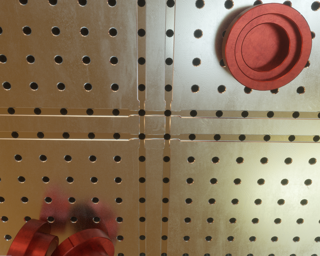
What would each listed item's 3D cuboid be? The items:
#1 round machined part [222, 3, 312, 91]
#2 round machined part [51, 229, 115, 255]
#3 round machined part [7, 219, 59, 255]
[{"bbox_3d":[0.123,-0.097,0.370,0.099,0.042,0.097,0,110,-1],"label":"round machined part"},{"bbox_3d":[-0.109,0.200,0.450,0.099,0.042,0.097,-21,126,-31],"label":"round machined part"},{"bbox_3d":[-0.177,0.183,0.437,0.042,0.098,0.097,14,110,2],"label":"round machined part"}]
